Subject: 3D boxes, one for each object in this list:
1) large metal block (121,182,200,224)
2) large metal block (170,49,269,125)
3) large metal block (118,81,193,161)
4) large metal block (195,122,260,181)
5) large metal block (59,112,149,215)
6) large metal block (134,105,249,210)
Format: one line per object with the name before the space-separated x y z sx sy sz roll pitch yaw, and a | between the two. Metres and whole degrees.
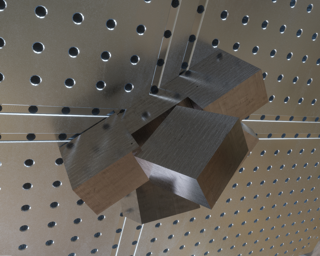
large metal block | -0.005 0.088 0.418 0.081 0.080 0.050 -9 86 -24
large metal block | 0.072 -0.045 0.386 0.080 0.080 0.050 -34 129 -6
large metal block | 0.004 0.001 0.399 0.080 0.050 0.080 -34 129 -6
large metal block | 0.088 0.027 0.431 0.050 0.080 0.080 33 103 4
large metal block | -0.062 0.039 0.363 0.080 0.080 0.050 -33 129 -7
large metal block | 0.035 0.027 0.329 0.080 0.080 0.050 -50 134 -26
